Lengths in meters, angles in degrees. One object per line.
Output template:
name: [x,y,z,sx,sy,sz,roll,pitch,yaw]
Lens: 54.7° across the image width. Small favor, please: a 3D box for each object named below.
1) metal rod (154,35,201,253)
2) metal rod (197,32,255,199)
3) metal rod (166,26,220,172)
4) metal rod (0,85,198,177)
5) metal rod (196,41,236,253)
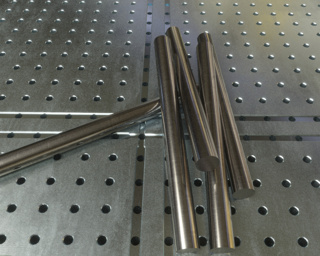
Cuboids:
metal rod: [0.016,-0.004,0.386,0.025,0.025,0.299,-3,58,-3]
metal rod: [0.086,-0.041,0.442,0.025,0.025,0.300,-2,50,-2]
metal rod: [0.036,-0.064,0.428,0.025,0.025,0.300,-4,43,-4]
metal rod: [-0.079,0.000,0.406,0.302,0.025,0.025,-22,54,-18]
metal rod: [0.065,-0.001,0.392,0.025,0.025,0.300,1,55,0]
